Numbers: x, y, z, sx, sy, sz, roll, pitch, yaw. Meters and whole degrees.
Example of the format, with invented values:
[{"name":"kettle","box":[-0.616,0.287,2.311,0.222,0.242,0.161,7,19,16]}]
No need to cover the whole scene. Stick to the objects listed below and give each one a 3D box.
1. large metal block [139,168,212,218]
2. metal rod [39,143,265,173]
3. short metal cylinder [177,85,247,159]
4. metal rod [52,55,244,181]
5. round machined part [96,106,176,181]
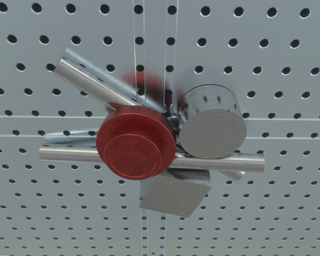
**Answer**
[{"name":"large metal block","box":[0.021,0.084,0.465,0.081,0.050,0.079,16,128,-13]},{"name":"metal rod","box":[-0.016,0.040,0.421,0.302,0.025,0.025,2,131,7]},{"name":"short metal cylinder","box":[0.063,-0.007,0.389,0.081,0.050,0.079,0,130,0]},{"name":"metal rod","box":[0.002,-0.001,0.411,0.301,0.025,0.025,31,123,-24]},{"name":"round machined part","box":[-0.030,0.025,0.377,0.099,0.042,0.097,3,122,4]}]
